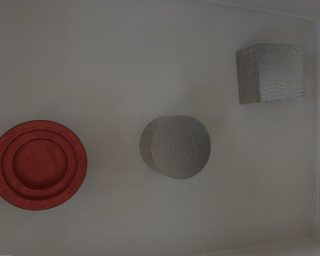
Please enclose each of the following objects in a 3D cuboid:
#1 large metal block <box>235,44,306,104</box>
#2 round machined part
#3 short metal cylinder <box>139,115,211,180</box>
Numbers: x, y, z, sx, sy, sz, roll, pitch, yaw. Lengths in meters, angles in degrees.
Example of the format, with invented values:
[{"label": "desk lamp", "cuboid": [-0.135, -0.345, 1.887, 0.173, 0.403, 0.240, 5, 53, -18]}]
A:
[{"label": "large metal block", "cuboid": [0.164, -0.079, 0.459, 0.081, 0.050, 0.079, -6, 92, -20]}, {"label": "round machined part", "cuboid": [-0.135, 0.040, 0.352, 0.099, 0.042, 0.097, 0, 90, -21]}, {"label": "short metal cylinder", "cuboid": [0.019, 0.024, 0.405, 0.081, 0.050, 0.079, 0, 90, -21]}]
